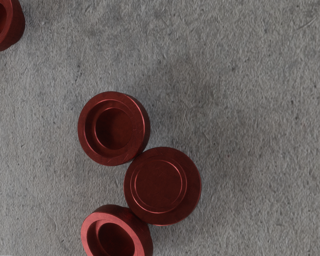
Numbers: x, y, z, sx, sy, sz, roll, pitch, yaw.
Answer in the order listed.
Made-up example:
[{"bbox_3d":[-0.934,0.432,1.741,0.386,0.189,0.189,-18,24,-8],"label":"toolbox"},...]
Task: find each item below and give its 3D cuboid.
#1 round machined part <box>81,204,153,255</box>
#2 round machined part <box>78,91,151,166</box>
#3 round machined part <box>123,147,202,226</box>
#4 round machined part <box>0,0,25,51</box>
[{"bbox_3d":[-0.052,0.145,0.409,0.098,0.042,0.097,8,109,24],"label":"round machined part"},{"bbox_3d":[-0.058,0.001,0.420,0.098,0.042,0.097,0,90,20],"label":"round machined part"},{"bbox_3d":[0.002,0.071,0.385,0.098,0.042,0.098,-3,75,10],"label":"round machined part"},{"bbox_3d":[-0.255,-0.169,0.490,0.098,0.042,0.097,0,90,20],"label":"round machined part"}]
